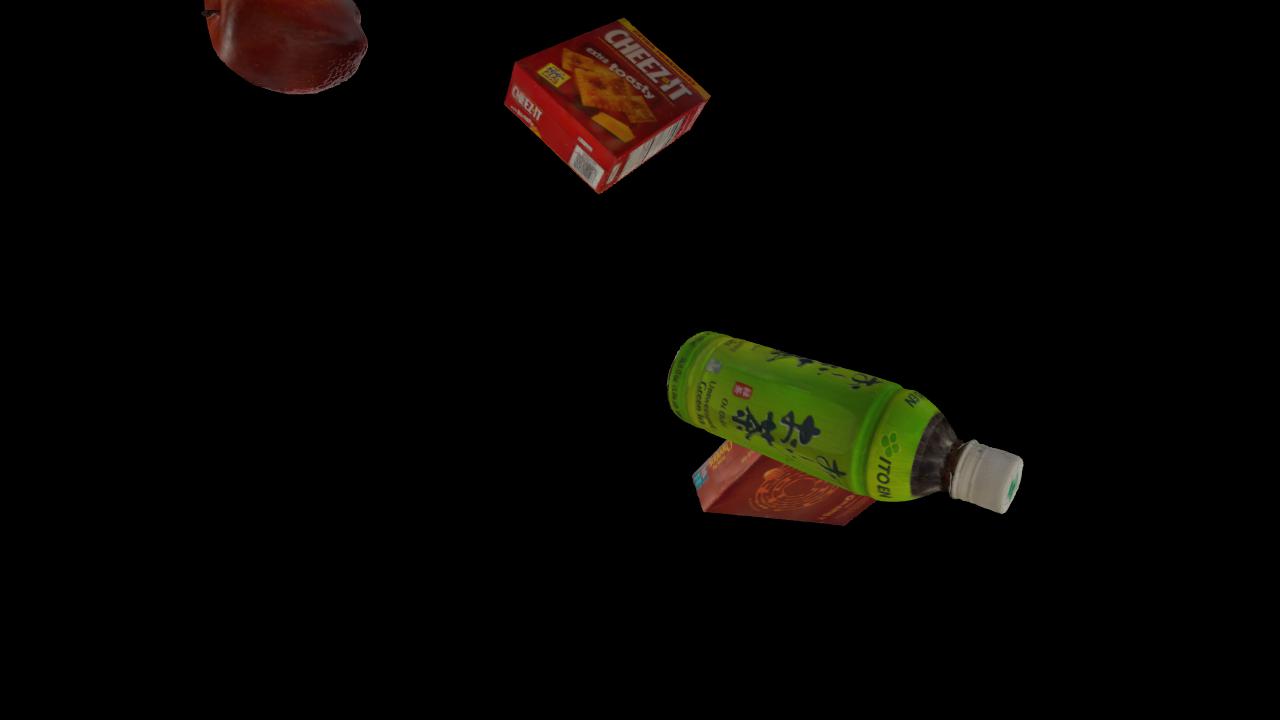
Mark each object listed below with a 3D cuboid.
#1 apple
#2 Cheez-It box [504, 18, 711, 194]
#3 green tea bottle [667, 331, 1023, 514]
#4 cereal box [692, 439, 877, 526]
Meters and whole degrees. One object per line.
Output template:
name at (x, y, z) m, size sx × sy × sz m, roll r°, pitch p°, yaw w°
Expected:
apple at (-0.230, -0.215, 0.399) m, size 0.079 × 0.079 × 0.093 m, roll 0°, pitch 9°, yaw 44°
Cheez-It box at (-0.035, -0.331, 0.785) m, size 0.223 × 0.166 × 0.071 m, roll -45°, pitch -2°, yaw -36°
green tea bottle at (0.114, 0.037, 0.380) m, size 0.212 × 0.073 × 0.073 m, roll 19°, pitch 12°, yaw 40°
cereal box at (0.263, 0.171, 0.971) m, size 0.306 × 0.081 × 0.203 m, roll 13°, pitch -48°, yaw -26°
